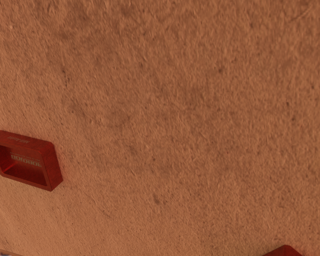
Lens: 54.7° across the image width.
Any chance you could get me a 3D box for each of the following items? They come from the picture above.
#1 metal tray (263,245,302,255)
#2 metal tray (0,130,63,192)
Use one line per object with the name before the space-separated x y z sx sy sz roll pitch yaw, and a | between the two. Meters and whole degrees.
metal tray | 0.199 0.234 0.444 0.130 0.030 0.089 39 129 1
metal tray | -0.247 0.059 0.566 0.130 0.030 0.089 11 123 22
